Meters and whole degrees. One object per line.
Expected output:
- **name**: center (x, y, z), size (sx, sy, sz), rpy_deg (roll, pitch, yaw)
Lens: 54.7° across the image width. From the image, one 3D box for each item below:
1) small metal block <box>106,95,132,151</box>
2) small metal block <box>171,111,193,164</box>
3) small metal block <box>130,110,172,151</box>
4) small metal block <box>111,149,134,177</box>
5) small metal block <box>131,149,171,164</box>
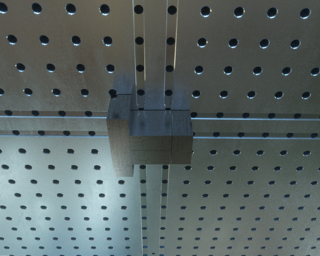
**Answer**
- **small metal block**: center (-0.049, -0.007, 0.388), size (0.025, 0.050, 0.050), rpy_deg (0, 130, 0)
- **small metal block**: center (0.027, 0.012, 0.405), size (0.025, 0.050, 0.050), rpy_deg (0, 130, 0)
- **small metal block**: center (-0.011, 0.002, 0.396), size (0.050, 0.050, 0.025), rpy_deg (0, 130, -1)
- **small metal block**: center (-0.049, 0.031, 0.420), size (0.025, 0.050, 0.050), rpy_deg (0, 130, 0)
- **small metal block**: center (-0.011, 0.022, 0.413), size (0.050, 0.050, 0.025), rpy_deg (0, 130, -1)
